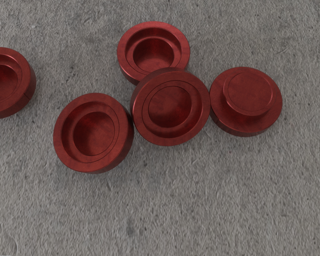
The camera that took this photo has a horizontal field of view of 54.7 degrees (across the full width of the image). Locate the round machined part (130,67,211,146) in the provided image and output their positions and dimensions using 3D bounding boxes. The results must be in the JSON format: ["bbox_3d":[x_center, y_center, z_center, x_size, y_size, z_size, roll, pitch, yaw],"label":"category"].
[{"bbox_3d":[0.010,-0.029,0.391,0.099,0.097,0.042,-19,29,-7],"label":"round machined part"}]

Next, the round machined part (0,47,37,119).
[{"bbox_3d":[-0.216,-0.056,0.418,0.099,0.042,0.098,0,70,0],"label":"round machined part"}]

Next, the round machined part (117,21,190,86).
[{"bbox_3d":[-0.009,-0.097,0.434,0.099,0.042,0.098,0,70,0],"label":"round machined part"}]

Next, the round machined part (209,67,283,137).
[{"bbox_3d":[0.115,-0.040,0.414,0.099,0.042,0.098,0,70,0],"label":"round machined part"}]

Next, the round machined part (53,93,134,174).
[{"bbox_3d":[-0.078,0.009,0.386,0.098,0.042,0.098,-4,74,15],"label":"round machined part"}]
